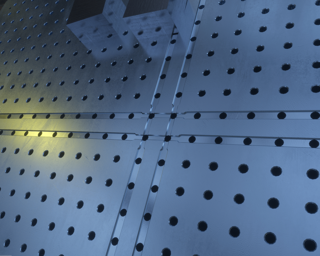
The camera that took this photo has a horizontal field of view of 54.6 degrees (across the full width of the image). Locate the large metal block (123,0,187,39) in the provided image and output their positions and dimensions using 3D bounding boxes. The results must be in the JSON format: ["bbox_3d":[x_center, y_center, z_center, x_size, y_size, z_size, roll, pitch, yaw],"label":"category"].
[{"bbox_3d":[-0.006,-0.202,0.521,0.080,0.050,0.080,-1,61,28],"label":"large metal block"}]

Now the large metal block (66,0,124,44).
[{"bbox_3d":[-0.121,-0.217,0.591,0.080,0.050,0.080,-7,58,24],"label":"large metal block"}]
